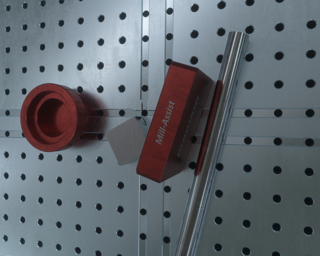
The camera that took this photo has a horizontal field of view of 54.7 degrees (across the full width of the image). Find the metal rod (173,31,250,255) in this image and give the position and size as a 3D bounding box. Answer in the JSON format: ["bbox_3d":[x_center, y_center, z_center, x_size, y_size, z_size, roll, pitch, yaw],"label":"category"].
[{"bbox_3d":[0.062,0.031,0.390,0.025,0.025,0.298,15,95,19],"label":"metal rod"}]

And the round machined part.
[{"bbox_3d":[-0.151,-0.015,0.455,0.098,0.042,0.097,0,90,19],"label":"round machined part"}]

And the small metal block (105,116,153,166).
[{"bbox_3d":[-0.040,0.018,0.426,0.050,0.025,0.050,-29,81,17],"label":"small metal block"}]

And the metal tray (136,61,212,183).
[{"bbox_3d":[0.020,-0.006,0.370,0.030,0.090,0.129,20,97,18],"label":"metal tray"}]
